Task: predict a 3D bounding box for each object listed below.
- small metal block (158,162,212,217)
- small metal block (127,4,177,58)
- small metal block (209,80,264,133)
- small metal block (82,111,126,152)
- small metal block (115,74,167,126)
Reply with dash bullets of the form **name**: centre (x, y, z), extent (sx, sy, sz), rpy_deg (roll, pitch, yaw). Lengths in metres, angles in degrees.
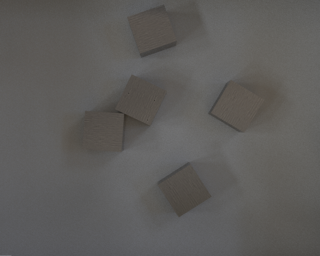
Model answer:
- **small metal block**: centre (0.032, 0.081, 0.412), extent (0.050, 0.025, 0.050), rpy_deg (-33, 90, 0)
- **small metal block**: centre (-0.010, -0.128, 0.411), extent (0.050, 0.025, 0.050), rpy_deg (-19, 90, 0)
- **small metal block**: centre (0.100, -0.028, 0.412), extent (0.050, 0.025, 0.050), rpy_deg (31, 90, 0)
- **small metal block**: centre (-0.073, 0.004, 0.411), extent (0.050, 0.025, 0.050), rpy_deg (4, 90, 0)
- **small metal block**: centre (-0.024, -0.036, 0.411), extent (0.050, 0.025, 0.050), rpy_deg (25, 90, 0)
